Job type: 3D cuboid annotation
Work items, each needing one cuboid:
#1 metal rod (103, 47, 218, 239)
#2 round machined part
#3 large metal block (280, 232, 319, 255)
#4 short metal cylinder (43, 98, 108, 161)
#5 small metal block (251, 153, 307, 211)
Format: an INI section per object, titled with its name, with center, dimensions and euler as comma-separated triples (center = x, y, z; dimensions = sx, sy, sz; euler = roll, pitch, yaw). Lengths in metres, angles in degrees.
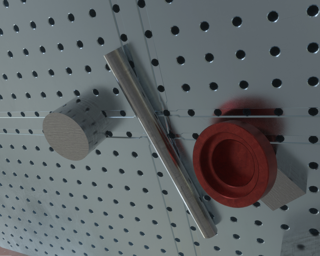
[metal rod]
center = 0.008, 0.032, 0.426
dimensions = 0.025, 0.025, 0.299
euler = -16, 110, 34
[round machined part]
center = 0.090, 0.039, 0.361
dimensions = 0.098, 0.042, 0.097
euler = 10, 105, 43
[large metal block]
center = 0.213, 0.182, 0.395
dimensions = 0.080, 0.050, 0.080
euler = -34, 100, 38
[short metal cylinder]
center = -0.125, 0.002, 0.462
dimensions = 0.080, 0.050, 0.079
euler = 13, 124, 21
[small metal block]
center = 0.140, 0.067, 0.378
dimensions = 0.050, 0.025, 0.050
euler = 42, 129, -1
